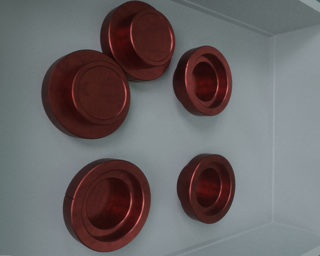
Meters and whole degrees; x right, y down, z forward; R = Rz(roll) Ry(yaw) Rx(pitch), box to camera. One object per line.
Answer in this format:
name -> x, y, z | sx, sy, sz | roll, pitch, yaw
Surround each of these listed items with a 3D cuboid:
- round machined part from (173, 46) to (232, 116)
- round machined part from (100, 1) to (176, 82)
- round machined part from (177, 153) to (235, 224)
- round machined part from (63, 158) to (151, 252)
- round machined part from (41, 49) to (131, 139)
round machined part -> 0.057, -0.065, 0.445 | 0.099, 0.042, 0.097 | 0, 90, -40
round machined part -> -0.020, -0.107, 0.381 | 0.099, 0.042, 0.097 | 0, 90, -40
round machined part -> 0.063, 0.086, 0.451 | 0.099, 0.042, 0.097 | 0, 90, -40
round machined part -> -0.062, 0.082, 0.346 | 0.099, 0.042, 0.097 | 0, 90, -40
round machined part -> -0.072, -0.037, 0.337 | 0.099, 0.042, 0.097 | 0, 90, -40
